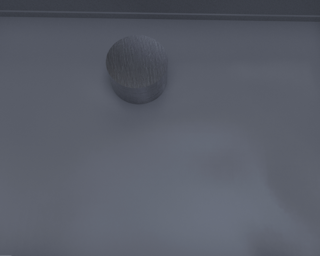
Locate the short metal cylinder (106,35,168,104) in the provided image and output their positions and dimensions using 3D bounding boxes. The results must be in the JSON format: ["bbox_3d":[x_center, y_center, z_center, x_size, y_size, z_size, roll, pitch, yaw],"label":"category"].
[{"bbox_3d":[-0.030,-0.079,0.425,0.081,0.050,0.080,0,70,-1],"label":"short metal cylinder"}]
